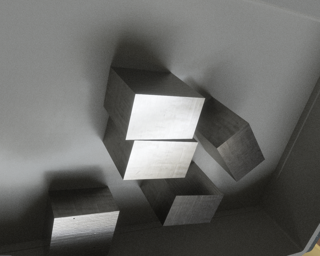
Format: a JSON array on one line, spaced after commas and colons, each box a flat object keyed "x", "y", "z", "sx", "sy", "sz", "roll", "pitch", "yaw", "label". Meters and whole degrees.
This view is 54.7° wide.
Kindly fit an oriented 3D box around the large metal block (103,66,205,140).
[{"x": -0.010, "y": -0.029, "z": 0.350, "sx": 0.081, "sy": 0.080, "sz": 0.050, "roll": 0, "pitch": 118, "yaw": -29, "label": "large metal block"}]

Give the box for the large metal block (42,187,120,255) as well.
[{"x": -0.108, "y": 0.128, "z": 0.413, "sx": 0.081, "sy": 0.050, "sz": 0.079, "roll": 2, "pitch": 118, "yaw": -29, "label": "large metal block"}]

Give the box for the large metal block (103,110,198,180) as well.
[{"x": -0.015, "y": 0.017, "z": 0.376, "sx": 0.081, "sy": 0.080, "sz": 0.050, "roll": 3, "pitch": 117, "yaw": -30, "label": "large metal block"}]

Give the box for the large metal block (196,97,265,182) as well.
[{"x": 0.090, "y": 0.015, "z": 0.431, "sx": 0.050, "sy": 0.080, "sz": 0.080, "roll": -38, "pitch": 129, "yaw": -2, "label": "large metal block"}]

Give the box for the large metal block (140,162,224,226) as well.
[{"x": 0.029, "y": 0.091, "z": 0.445, "sx": 0.081, "sy": 0.080, "sz": 0.050, "roll": 7, "pitch": 115, "yaw": -32, "label": "large metal block"}]
